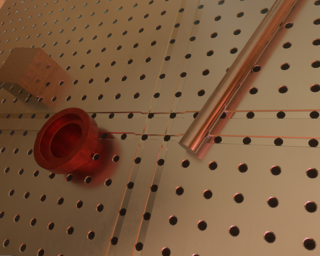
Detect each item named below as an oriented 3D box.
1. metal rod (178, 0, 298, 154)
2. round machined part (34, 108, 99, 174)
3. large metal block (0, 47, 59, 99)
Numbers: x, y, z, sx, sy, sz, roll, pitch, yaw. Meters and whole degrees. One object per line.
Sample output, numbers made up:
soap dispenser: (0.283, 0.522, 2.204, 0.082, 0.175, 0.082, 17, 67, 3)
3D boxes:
metal rod: (0.118, -0.095, 0.404, 0.025, 0.025, 0.300, 27, 76, 37)
round machined part: (-0.131, 0.022, 0.453, 0.098, 0.042, 0.098, -13, 56, 21)
large metal block: (-0.255, -0.106, 0.591, 0.080, 0.050, 0.080, 10, 67, 32)
